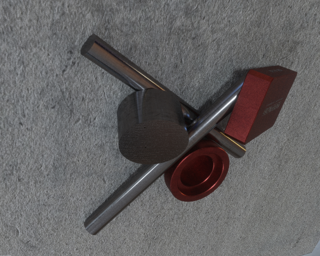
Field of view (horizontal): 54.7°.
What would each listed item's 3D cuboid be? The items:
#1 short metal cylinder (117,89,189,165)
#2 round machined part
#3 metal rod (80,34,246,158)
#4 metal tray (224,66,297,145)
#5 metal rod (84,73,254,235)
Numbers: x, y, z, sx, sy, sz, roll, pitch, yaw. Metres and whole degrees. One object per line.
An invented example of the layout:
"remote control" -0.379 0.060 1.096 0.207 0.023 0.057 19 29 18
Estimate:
"short metal cylinder" -0.010 0.000 0.370 0.081 0.050 0.080 -6 138 -5
"round machined part" 0.050 0.058 0.461 0.099 0.042 0.097 -14 124 -21
"metal rod" 0.027 -0.024 0.410 0.301 0.025 0.025 31 101 -38
"metal tray" 0.141 -0.036 0.423 0.131 0.030 0.089 -19 132 -53
"metal rod" 0.008 0.041 0.416 0.300 0.025 0.025 -43 130 10
